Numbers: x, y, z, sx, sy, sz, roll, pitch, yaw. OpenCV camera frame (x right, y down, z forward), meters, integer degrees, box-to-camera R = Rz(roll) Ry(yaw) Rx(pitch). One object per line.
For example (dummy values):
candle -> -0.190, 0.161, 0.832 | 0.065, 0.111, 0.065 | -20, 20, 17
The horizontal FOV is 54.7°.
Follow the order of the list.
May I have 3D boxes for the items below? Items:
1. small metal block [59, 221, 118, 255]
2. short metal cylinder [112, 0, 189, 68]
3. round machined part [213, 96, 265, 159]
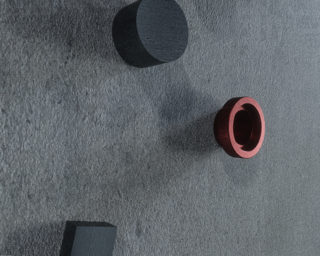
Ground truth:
small metal block -> -0.079, 0.131, 0.340 | 0.050, 0.025, 0.050 | 17, 79, -39
short metal cylinder -> -0.011, -0.117, 0.381 | 0.081, 0.050, 0.079 | 0, 90, -40
round machined part -> 0.124, -0.001, 0.501 | 0.099, 0.042, 0.097 | 0, 90, -40
